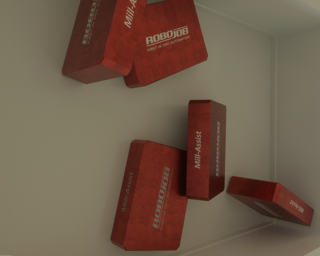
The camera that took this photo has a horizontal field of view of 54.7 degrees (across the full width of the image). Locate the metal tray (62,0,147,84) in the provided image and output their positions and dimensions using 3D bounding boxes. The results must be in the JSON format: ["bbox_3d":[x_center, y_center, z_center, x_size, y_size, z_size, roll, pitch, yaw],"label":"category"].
[{"bbox_3d":[-0.054,-0.115,0.318,0.030,0.090,0.129,19,78,-39],"label":"metal tray"}]

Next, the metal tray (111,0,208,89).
[{"bbox_3d":[0.001,-0.114,0.404,0.131,0.030,0.090,-29,108,-36],"label":"metal tray"}]

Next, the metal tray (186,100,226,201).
[{"bbox_3d":[0.067,0.029,0.436,0.090,0.030,0.129,4,87,-65],"label":"metal tray"}]

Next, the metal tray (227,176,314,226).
[{"bbox_3d":[0.186,0.123,0.520,0.130,0.090,0.030,34,69,-35],"label":"metal tray"}]

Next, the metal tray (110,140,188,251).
[{"bbox_3d":[-0.005,0.087,0.399,0.091,0.030,0.129,18,78,-39],"label":"metal tray"}]
